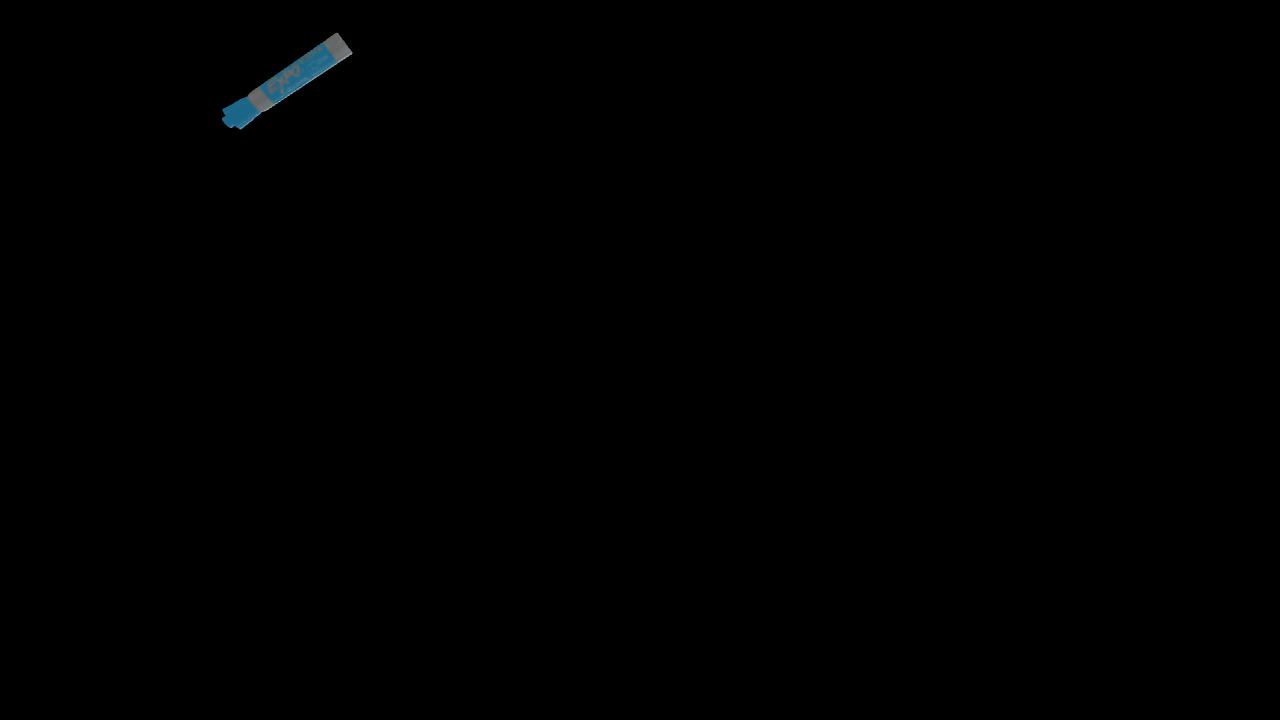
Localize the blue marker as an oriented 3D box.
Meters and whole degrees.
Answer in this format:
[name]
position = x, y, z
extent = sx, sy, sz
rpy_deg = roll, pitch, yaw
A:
[blue marker]
position = -0.300, -0.235, 0.521
extent = 0.121, 0.020, 0.020
rpy_deg = -37, 3, -4
